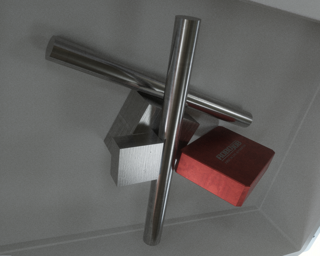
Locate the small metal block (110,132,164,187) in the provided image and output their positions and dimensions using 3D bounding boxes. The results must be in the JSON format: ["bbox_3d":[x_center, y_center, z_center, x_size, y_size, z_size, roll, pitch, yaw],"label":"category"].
[{"bbox_3d":[-0.027,0.035,0.350,0.050,0.025,0.050,-7,121,-26],"label":"small metal block"}]

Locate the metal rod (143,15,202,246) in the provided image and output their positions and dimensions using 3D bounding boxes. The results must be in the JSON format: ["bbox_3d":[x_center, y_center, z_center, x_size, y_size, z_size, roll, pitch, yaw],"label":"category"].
[{"bbox_3d":[0.008,0.025,0.364,0.025,0.025,0.298,-6,121,-26],"label":"metal rod"}]

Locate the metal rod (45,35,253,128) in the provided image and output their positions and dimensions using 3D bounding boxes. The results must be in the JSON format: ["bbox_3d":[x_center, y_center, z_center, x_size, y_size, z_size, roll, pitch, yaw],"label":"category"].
[{"bbox_3d":[0.012,-0.045,0.388,0.302,0.025,0.025,15,110,-35],"label":"metal rod"}]

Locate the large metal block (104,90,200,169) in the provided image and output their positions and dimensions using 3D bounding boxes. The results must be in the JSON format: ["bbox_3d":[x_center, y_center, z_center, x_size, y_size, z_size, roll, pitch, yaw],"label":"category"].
[{"bbox_3d":[-0.011,0.006,0.390,0.080,0.050,0.080,19,108,-36],"label":"large metal block"}]

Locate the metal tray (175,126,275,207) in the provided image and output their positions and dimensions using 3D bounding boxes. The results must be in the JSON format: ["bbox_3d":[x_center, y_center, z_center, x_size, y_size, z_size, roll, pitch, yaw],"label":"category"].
[{"bbox_3d":[0.089,0.043,0.408,0.131,0.090,0.030,-25,136,-55],"label":"metal tray"}]
